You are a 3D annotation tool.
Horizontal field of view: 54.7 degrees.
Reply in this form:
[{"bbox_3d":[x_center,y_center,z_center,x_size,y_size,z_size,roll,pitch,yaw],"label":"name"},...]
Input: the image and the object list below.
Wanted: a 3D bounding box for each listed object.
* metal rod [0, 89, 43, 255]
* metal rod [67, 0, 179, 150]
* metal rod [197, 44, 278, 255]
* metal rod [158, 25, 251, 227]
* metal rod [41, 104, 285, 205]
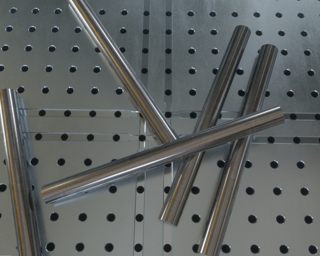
[{"bbox_3d":[-0.168,0.087,0.377,0.025,0.025,0.299,-16,71,-6],"label":"metal rod"},{"bbox_3d":[-0.060,-0.093,0.444,0.025,0.025,0.299,-30,73,-11],"label":"metal rod"},{"bbox_3d":[0.108,0.016,0.407,0.025,0.025,0.300,20,71,6],"label":"metal rod"},{"bbox_3d":[0.067,-0.016,0.418,0.025,0.025,0.300,22,71,7],"label":"metal rod"},{"bbox_3d":[0.003,0.033,0.378,0.301,0.025,0.025,-19,71,1],"label":"metal rod"}]
